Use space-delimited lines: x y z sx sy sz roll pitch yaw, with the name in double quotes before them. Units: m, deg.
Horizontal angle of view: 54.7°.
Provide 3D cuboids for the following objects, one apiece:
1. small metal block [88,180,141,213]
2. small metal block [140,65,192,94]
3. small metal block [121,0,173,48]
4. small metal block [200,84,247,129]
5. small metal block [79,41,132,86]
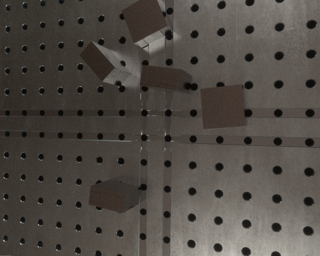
"small metal block" -0.060 0.091 0.419 0.050 0.050 0.025 9 93 19
"small metal block" 0.009 -0.061 0.395 0.050 0.050 0.025 10 94 19
"small metal block" -0.017 -0.144 0.418 0.050 0.025 0.050 -23 83 18
"small metal block" 0.079 -0.025 0.384 0.050 0.025 0.050 -5 89 19
"small metal block" -0.073 -0.087 0.424 0.025 0.050 0.050 -45 77 14
